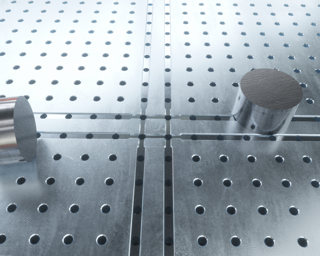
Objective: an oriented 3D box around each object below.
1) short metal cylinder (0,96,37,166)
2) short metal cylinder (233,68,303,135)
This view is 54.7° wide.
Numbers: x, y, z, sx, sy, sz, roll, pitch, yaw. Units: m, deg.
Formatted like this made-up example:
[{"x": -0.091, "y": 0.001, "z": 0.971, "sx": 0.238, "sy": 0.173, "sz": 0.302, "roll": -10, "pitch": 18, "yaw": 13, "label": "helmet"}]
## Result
[{"x": -0.184, "y": 0.004, "z": 0.366, "sx": 0.050, "sy": 0.080, "sz": 0.080, "roll": -7, "pitch": 51, "yaw": -6, "label": "short metal cylinder"}, {"x": 0.145, "y": -0.037, "z": 0.424, "sx": 0.081, "sy": 0.050, "sz": 0.080, "roll": 0, "pitch": 50, "yaw": 0, "label": "short metal cylinder"}]
